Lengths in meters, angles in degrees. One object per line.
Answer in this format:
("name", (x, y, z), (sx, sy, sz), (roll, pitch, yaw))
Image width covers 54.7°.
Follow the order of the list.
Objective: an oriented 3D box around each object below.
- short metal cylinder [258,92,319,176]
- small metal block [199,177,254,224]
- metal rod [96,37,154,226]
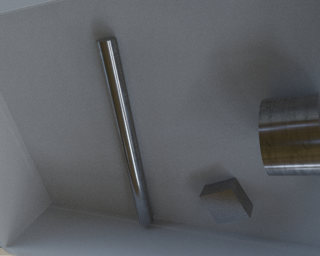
("short metal cylinder", (0.133, 0.007, 0.307), (0.050, 0.080, 0.080), (-5, 116, 30))
("small metal block", (0.091, 0.100, 0.422), (0.050, 0.025, 0.050), (-24, 106, 36))
("metal rod", (-0.044, 0.023, 0.444), (0.025, 0.025, 0.298), (5, 121, 25))
